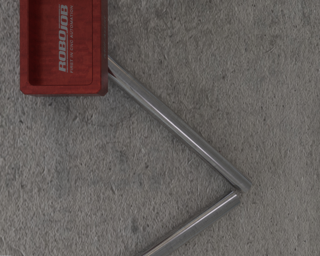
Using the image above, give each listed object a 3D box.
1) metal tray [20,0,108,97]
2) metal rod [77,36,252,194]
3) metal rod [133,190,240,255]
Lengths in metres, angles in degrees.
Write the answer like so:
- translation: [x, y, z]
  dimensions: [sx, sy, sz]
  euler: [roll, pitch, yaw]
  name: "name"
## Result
- translation: [-0.107, -0.101, 0.348]
  dimensions: [0.091, 0.030, 0.129]
  euler: [0, 90, 4]
  name: "metal tray"
- translation: [0.016, -0.009, 0.414]
  dimensions: [0.300, 0.025, 0.025]
  euler: [41, 77, -16]
  name: "metal rod"
- translation: [-0.018, 0.170, 0.402]
  dimensions: [0.302, 0.025, 0.025]
  euler: [-29, 100, -18]
  name: "metal rod"
